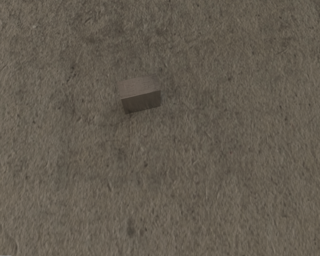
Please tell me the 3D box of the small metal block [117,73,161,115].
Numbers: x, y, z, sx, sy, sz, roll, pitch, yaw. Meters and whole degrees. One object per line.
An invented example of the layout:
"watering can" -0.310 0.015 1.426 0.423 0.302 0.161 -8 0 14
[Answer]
"small metal block" -0.027 -0.044 0.411 0.050 0.050 0.025 -14 71 -5
